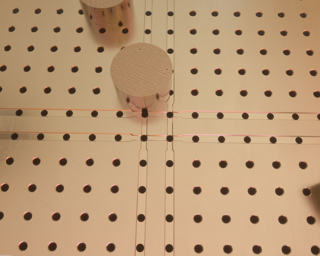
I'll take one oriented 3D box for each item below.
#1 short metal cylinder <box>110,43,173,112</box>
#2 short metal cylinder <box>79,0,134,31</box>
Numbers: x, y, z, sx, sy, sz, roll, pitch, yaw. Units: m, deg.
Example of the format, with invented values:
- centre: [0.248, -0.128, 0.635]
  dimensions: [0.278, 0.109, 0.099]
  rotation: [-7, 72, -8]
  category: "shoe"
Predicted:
- centre: [-0.024, -0.068, 0.423]
  dimensions: [0.081, 0.050, 0.080]
  rotation: [0, 70, 0]
  category: "short metal cylinder"
- centre: [-0.081, -0.196, 0.469]
  dimensions: [0.081, 0.050, 0.080]
  rotation: [0, 70, 0]
  category: "short metal cylinder"
